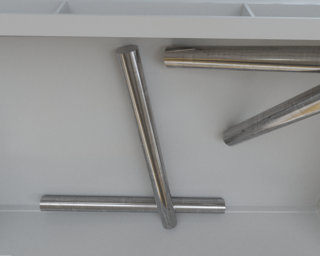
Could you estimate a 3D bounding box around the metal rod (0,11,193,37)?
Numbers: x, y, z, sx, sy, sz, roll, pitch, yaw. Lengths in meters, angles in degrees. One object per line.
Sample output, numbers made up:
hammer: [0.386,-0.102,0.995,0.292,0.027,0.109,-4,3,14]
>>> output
metal rod: [-0.119,-0.106,0.317,0.302,0.025,0.025,0,130,0]

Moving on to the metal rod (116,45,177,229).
metal rod: [-0.010,0.035,0.420,0.025,0.025,0.298,-8,125,6]

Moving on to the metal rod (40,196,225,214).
metal rod: [-0.044,0.128,0.517,0.302,0.025,0.025,1,130,-2]

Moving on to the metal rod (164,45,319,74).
metal rod: [0.145,-0.062,0.280,0.301,0.025,0.025,7,134,25]

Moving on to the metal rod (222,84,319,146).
metal rod: [0.149,-0.027,0.290,0.025,0.025,0.299,19,159,-15]
